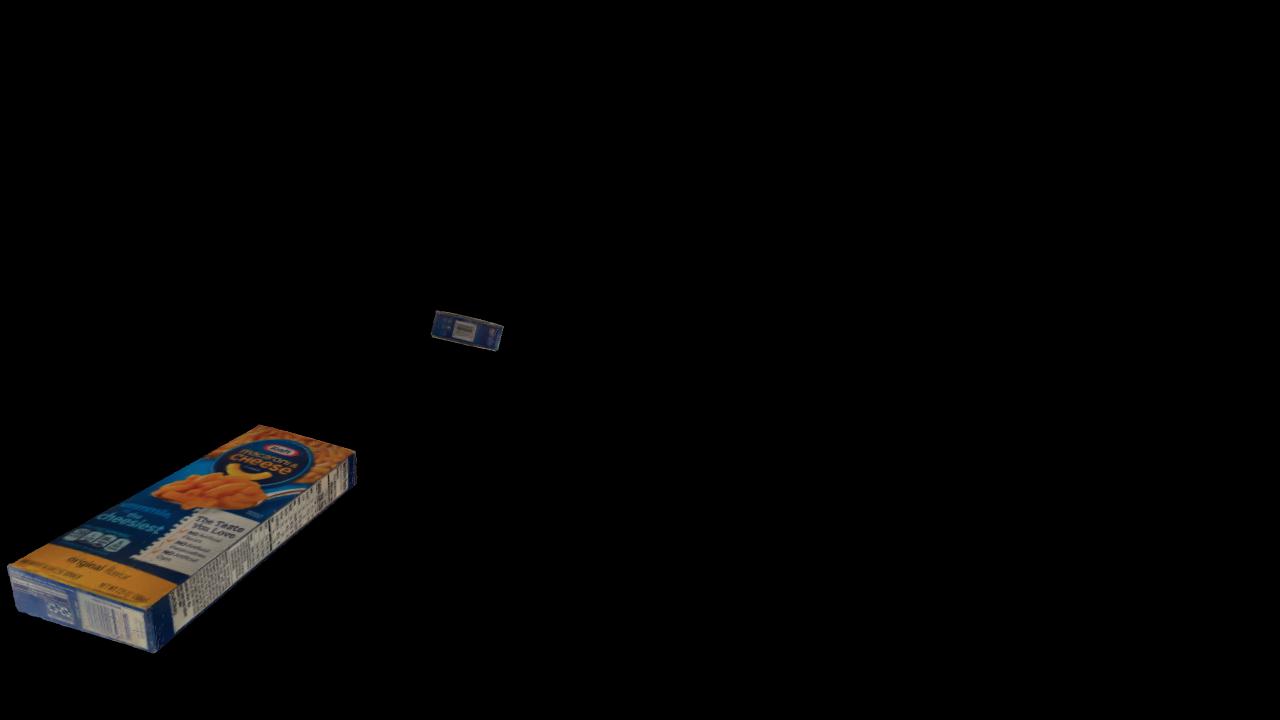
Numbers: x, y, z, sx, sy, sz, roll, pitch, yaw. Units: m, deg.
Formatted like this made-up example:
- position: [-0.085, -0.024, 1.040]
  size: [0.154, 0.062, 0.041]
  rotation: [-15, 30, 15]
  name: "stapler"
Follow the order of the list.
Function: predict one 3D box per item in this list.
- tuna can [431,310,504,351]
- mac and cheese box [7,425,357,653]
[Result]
- position: [-0.213, -0.035, 0.758]
  size: [0.084, 0.034, 0.084]
  rotation: [12, -2, 0]
  name: "tuna can"
- position: [-0.294, 0.109, 0.426]
  size: [0.093, 0.041, 0.184]
  rotation: [12, 22, 7]
  name: "mac and cheese box"
